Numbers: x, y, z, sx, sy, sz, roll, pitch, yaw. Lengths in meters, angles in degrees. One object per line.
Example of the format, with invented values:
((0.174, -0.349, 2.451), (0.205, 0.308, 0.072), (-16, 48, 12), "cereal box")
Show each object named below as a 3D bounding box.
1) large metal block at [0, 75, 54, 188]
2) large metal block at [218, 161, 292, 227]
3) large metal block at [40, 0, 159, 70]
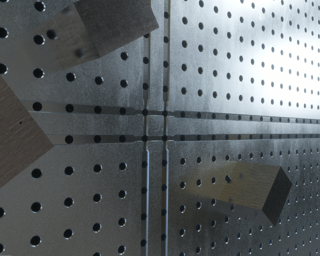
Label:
((-0.155, 0.008, 0.264), (0.080, 0.050, 0.080), (-44, 117, -31), "large metal block")
((0.156, 0.105, 0.508), (0.050, 0.080, 0.080), (50, 61, -29), "large metal block")
((-0.063, -0.105, 0.322), (0.080, 0.080, 0.050), (-38, 114, -34), "large metal block")
